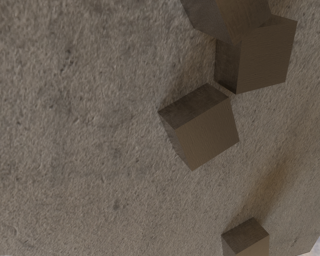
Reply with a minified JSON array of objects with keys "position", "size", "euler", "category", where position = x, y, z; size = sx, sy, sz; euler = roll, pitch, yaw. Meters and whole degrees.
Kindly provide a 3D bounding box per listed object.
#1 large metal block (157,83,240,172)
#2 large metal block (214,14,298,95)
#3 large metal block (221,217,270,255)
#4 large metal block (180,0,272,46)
[{"position":[0.054,-0.001,0.421],"size":[0.080,0.050,0.080],"euler":[-31,129,-9],"category":"large metal block"},{"position":[0.119,-0.097,0.398],"size":[0.081,0.050,0.079],"euler":[-15,125,-20],"category":"large metal block"},{"position":[0.177,0.245,0.643],"size":[0.081,0.050,0.080],"euler":[-24,127,-14],"category":"large metal block"},{"position":[0.058,-0.141,0.317],"size":[0.050,0.080,0.080],"euler":[-39,130,-2],"category":"large metal block"}]
